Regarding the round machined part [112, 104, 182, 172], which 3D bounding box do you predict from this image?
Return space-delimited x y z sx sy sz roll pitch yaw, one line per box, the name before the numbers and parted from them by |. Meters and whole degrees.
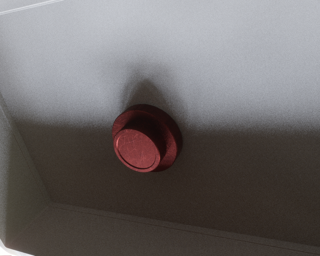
round machined part | -0.023 0.020 0.416 0.098 0.042 0.097 13 124 20
